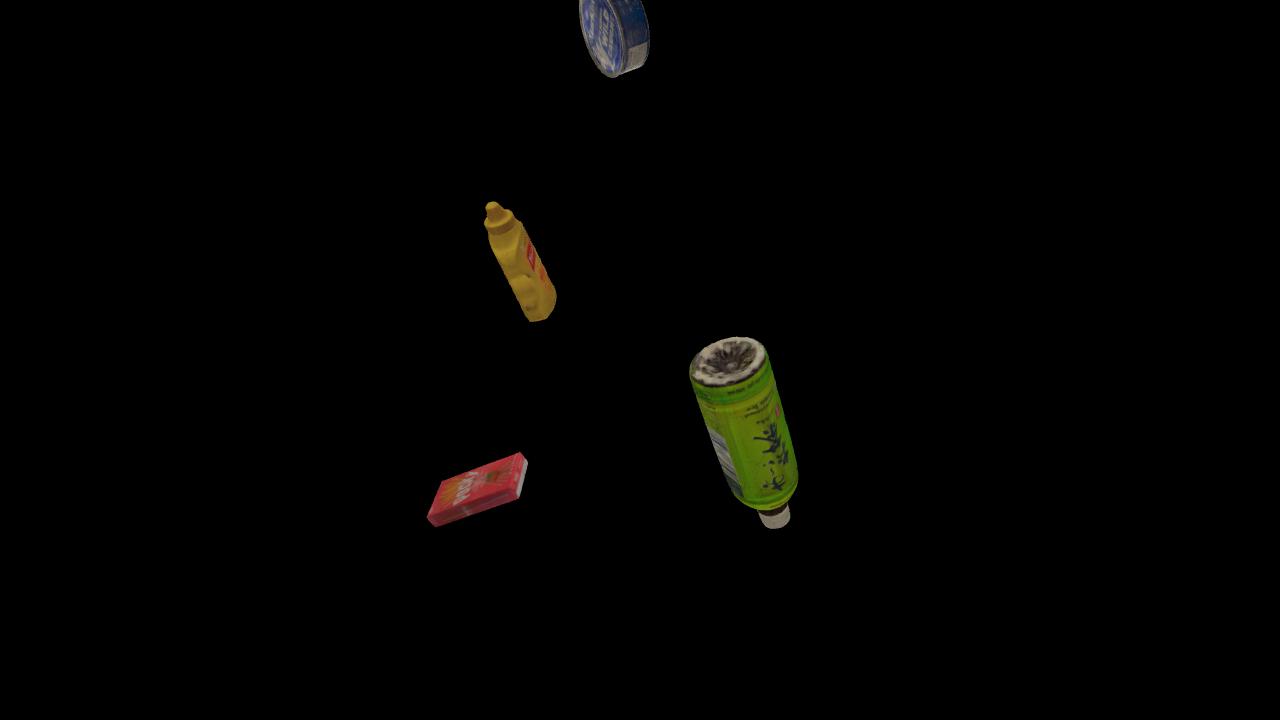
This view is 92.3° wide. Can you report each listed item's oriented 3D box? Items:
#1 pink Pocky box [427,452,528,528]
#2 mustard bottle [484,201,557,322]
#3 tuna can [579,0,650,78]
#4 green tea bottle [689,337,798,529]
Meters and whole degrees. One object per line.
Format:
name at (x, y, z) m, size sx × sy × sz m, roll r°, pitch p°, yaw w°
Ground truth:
pink Pocky box at (-0.254, 0.203, 0.967) m, size 0.155 × 0.029 × 0.084 m, roll -21°, pitch 28°, yaw 14°
mustard bottle at (-0.177, -0.148, 0.890) m, size 0.054 × 0.092 × 0.184 m, roll -8°, pitch -45°, yaw 13°
tuna can at (-0.025, -0.327, 0.605) m, size 0.034 × 0.084 × 0.084 m, roll -29°, pitch 9°, yaw -17°
green tea bottle at (0.105, 0.079, 0.572) m, size 0.073 × 0.212 × 0.073 m, roll -14°, pitch 35°, yaw 10°
